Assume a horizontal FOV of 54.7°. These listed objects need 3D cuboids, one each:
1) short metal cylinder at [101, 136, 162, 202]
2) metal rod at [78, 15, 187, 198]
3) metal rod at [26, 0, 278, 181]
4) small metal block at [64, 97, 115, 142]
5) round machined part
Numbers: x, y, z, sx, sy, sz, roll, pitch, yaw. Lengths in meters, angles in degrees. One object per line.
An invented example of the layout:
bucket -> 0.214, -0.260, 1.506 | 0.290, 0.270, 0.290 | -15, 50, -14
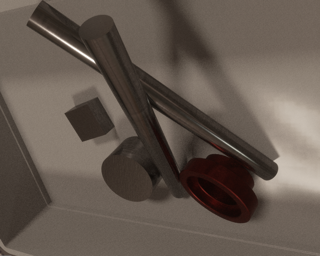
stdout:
short metal cylinder -> -0.036, 0.059, 0.446 | 0.080, 0.050, 0.079 | 13, 124, 20
metal rod -> -0.007, 0.011, 0.330 | 0.025, 0.025, 0.299 | 10, 151, 22
metal rod -> 0.015, -0.021, 0.314 | 0.301, 0.025, 0.025 | 32, 133, -23
small metal block -> -0.103, -0.012, 0.454 | 0.050, 0.025, 0.050 | -16, 110, 34
round machined part -> 0.076, 0.070, 0.384 | 0.098, 0.042, 0.098 | 31, 153, 18
